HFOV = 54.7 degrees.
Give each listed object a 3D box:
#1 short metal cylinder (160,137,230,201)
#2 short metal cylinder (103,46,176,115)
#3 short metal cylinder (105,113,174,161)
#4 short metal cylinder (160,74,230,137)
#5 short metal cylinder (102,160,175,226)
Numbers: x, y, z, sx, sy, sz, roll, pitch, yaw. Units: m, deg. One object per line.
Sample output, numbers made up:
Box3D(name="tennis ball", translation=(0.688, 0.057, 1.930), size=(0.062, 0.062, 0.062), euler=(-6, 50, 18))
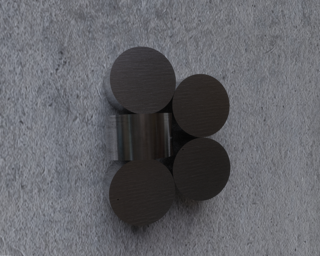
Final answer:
Box3D(name="short metal cylinder", translation=(0.045, 0.051, 0.413), size=(0.081, 0.050, 0.080), euler=(0, 91, -19))
Box3D(name="short metal cylinder", translation=(-0.027, -0.056, 0.387), size=(0.081, 0.050, 0.080), euler=(0, 90, -19))
Box3D(name="short metal cylinder", translation=(-0.025, 0.009, 0.372), size=(0.081, 0.080, 0.050), euler=(-3, 92, -20))
Box3D(name="short metal cylinder", translation=(0.044, -0.029, 0.412), size=(0.081, 0.050, 0.080), euler=(0, 91, -20))
Box3D(name="short metal cylinder", translation=(-0.028, 0.075, 0.387), size=(0.081, 0.050, 0.080), euler=(0, 90, -19))
